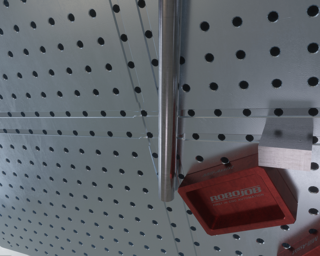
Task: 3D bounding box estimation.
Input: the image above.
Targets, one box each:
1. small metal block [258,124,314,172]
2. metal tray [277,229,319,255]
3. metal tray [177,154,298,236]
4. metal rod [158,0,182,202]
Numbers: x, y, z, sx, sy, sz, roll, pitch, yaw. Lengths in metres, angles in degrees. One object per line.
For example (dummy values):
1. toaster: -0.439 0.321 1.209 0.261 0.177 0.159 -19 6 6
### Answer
1. small metal block: 0.137 0.019 0.335 0.050 0.050 0.025 4 120 26
2. metal tray: 0.226 0.179 0.400 0.090 0.030 0.129 35 129 5
3. metal tray: 0.100 0.093 0.412 0.130 0.030 0.090 -24 105 36
4. metal rod: 0.010 -0.023 0.391 0.025 0.025 0.298 14 124 20
